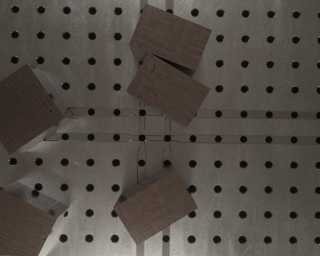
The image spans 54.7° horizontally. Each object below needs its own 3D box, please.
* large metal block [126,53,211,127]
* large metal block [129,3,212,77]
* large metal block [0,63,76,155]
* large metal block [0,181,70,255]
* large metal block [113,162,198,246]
[{"bbox_3d":[0.009,-0.043,0.386,0.080,0.080,0.050,31,90,-1],"label":"large metal block"},{"bbox_3d":[0.012,-0.102,0.386,0.080,0.080,0.050,22,90,-1],"label":"large metal block"},{"bbox_3d":[-0.171,-0.023,0.399,0.080,0.050,0.080,-34,90,0],"label":"large metal block"},{"bbox_3d":[-0.178,0.126,0.399,0.080,0.050,0.080,27,90,-1],"label":"large metal block"},{"bbox_3d":[-0.005,0.089,0.386,0.080,0.080,0.050,-32,90,0],"label":"large metal block"}]
